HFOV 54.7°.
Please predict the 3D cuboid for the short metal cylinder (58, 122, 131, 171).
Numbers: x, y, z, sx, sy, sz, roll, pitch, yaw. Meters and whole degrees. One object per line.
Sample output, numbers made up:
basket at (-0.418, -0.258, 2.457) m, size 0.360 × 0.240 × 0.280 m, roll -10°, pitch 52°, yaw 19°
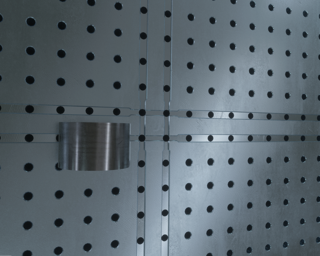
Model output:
short metal cylinder at (-0.075, 0.019, 0.357) m, size 0.081 × 0.080 × 0.050 m, roll 1°, pitch 90°, yaw -20°
